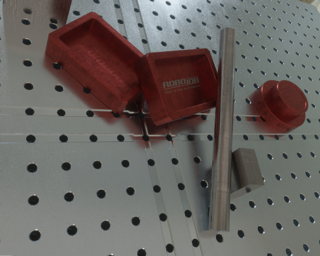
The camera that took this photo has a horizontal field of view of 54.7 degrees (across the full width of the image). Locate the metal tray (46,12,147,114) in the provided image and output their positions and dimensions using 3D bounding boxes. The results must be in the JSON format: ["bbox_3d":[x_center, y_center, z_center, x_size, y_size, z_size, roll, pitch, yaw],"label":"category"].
[{"bbox_3d":[-0.074,-0.091,0.421,0.130,0.030,0.090,41,51,0],"label":"metal tray"}]

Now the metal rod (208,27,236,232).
[{"bbox_3d":[0.089,-0.013,0.431,0.025,0.025,0.299,16,66,-20],"label":"metal rod"}]

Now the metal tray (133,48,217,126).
[{"bbox_3d":[0.033,-0.062,0.436,0.131,0.030,0.090,-18,88,-42],"label":"metal tray"}]

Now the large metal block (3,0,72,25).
[{"bbox_3d":[-0.156,-0.191,0.406,0.081,0.080,0.050,9,58,-24],"label":"large metal block"}]

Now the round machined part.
[{"bbox_3d":[0.220,-0.045,0.546,0.099,0.042,0.098,14,56,-21],"label":"round machined part"}]

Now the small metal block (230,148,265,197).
[{"bbox_3d":[0.107,0.060,0.415,0.025,0.050,0.050,7,59,-25],"label":"small metal block"}]
